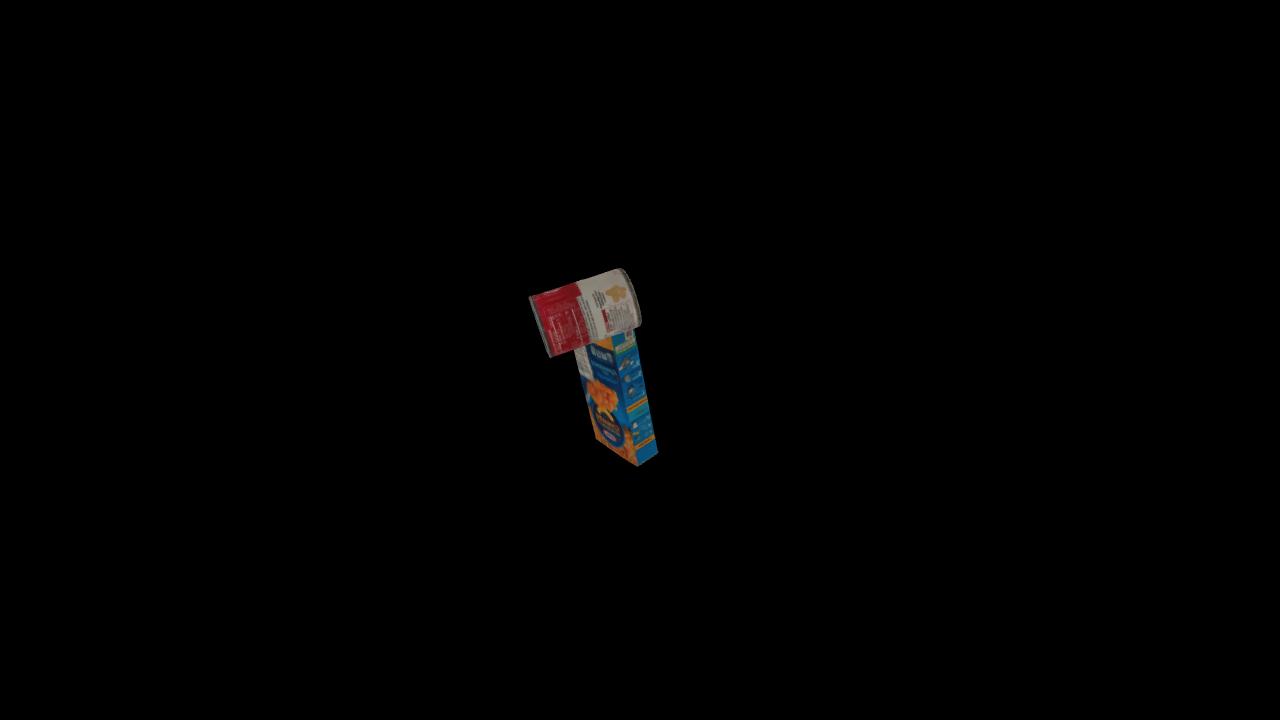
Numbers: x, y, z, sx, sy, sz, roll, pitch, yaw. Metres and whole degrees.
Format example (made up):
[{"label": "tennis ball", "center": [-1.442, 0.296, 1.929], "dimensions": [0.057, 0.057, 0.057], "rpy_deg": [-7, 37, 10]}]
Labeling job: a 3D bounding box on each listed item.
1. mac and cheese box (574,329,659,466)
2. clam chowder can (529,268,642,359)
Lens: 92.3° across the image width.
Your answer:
[{"label": "mac and cheese box", "center": [-0.033, 0.031, 0.737], "dimensions": [0.041, 0.184, 0.093], "rpy_deg": [-29, 34, -30]}, {"label": "clam chowder can", "center": [-0.057, -0.050, 0.640], "dimensions": [0.102, 0.068, 0.068], "rpy_deg": [-19, 3, -9]}]
